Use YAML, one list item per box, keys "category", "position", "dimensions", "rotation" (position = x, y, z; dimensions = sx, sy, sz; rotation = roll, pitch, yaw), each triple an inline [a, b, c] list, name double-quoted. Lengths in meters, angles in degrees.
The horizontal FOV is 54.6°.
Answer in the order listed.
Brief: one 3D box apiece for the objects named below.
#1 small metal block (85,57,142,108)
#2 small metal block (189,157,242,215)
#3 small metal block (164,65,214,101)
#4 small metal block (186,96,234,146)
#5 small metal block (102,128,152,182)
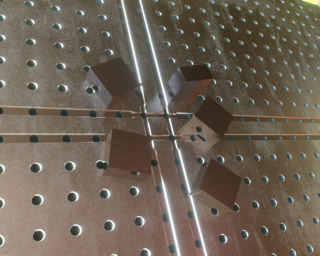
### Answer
- category: "small metal block"
  position: [-0.061, -0.061, 0.412]
  dimensions: [0.050, 0.025, 0.050]
  rotation: [-30, 79, -38]
- category: "small metal block"
  position: [0.073, 0.075, 0.401]
  dimensions: [0.050, 0.025, 0.050]
  rotation: [34, 51, -6]
- category: "small metal block"
  position: [0.041, -0.066, 0.454]
  dimensions: [0.050, 0.050, 0.025]
  rotation: [-11, 68, -33]
- category: "small metal block"
  position: [0.074, -0.011, 0.454]
  dimensions: [0.050, 0.025, 0.050]
  rotation: [38, 51, -2]
- category: "small metal block"
  position: [-0.038, 0.033, 0.367]
  dimensions: [0.050, 0.025, 0.050]
  rotation: [14, 56, -21]
